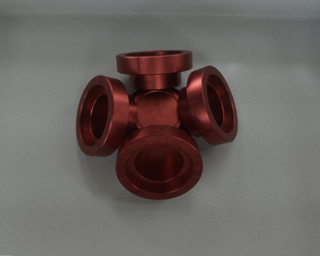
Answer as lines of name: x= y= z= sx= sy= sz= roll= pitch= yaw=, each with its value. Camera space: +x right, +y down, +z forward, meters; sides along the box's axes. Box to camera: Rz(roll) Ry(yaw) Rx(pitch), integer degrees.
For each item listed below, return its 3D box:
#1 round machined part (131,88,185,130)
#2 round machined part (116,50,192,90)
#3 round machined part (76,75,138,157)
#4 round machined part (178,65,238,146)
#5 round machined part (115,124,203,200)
round machined part: x=-0.003 y=-0.014 z=0.403 sx=0.099 sy=0.042 sz=0.098 roll=0 pitch=70 yaw=-1
round machined part: x=-0.007 y=-0.077 z=0.407 sx=0.099 sy=0.098 sz=0.042 roll=-3 pitch=108 yaw=-2
round machined part: x=-0.064 y=-0.013 z=0.383 sx=0.042 sy=0.098 sz=0.098 roll=9 pitch=65 yaw=-37
round machined part: x=0.058 y=-0.025 z=0.390 sx=0.042 sy=0.098 sz=0.098 roll=-16 pitch=66 yaw=32
round machined part: x=-0.001 y=0.036 z=0.366 sx=0.099 sy=0.097 sz=0.042 roll=-1 pitch=34 yaw=-1
